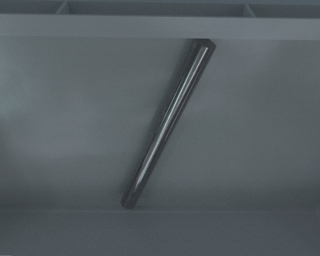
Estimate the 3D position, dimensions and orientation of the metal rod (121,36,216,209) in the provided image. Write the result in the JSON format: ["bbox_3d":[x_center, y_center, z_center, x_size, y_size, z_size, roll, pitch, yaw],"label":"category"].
[{"bbox_3d":[-0.002,0.016,0.419,0.025,0.025,0.298,15,129,-13],"label":"metal rod"}]
